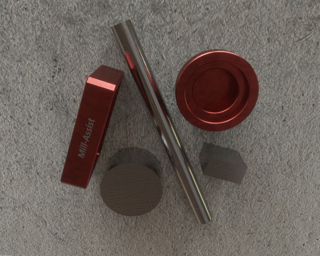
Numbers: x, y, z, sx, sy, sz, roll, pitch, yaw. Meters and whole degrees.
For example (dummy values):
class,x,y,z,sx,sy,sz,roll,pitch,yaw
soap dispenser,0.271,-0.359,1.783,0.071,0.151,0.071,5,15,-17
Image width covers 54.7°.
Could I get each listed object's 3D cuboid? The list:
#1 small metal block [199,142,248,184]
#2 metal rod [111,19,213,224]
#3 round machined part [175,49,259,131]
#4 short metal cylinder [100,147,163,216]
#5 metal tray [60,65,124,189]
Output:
class,x,y,z,sx,sy,sz,roll,pitch,yaw
small metal block,0.082,0.046,0.413,0.050,0.050,0.025,16,109,-6
metal rod,0.010,0.006,0.414,0.025,0.025,0.299,-21,109,7
round machined part,0.067,-0.048,0.385,0.099,0.042,0.097,0,110,-1
short metal cylinder,-0.037,0.072,0.424,0.081,0.050,0.079,0,110,-1
metal tray,-0.080,-0.004,0.374,0.030,0.090,0.129,17,109,-7
